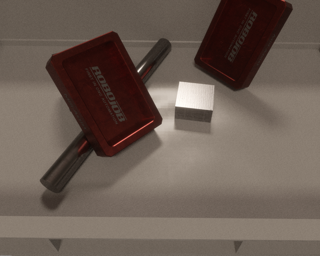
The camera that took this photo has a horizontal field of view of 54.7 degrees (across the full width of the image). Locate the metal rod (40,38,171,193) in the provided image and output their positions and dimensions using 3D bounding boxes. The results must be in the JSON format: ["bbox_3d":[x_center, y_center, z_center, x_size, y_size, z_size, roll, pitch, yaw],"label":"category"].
[{"bbox_3d":[-0.058,-0.038,0.435,0.025,0.025,0.301,21,53,16],"label":"metal rod"}]

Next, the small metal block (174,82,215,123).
[{"bbox_3d":[0.049,-0.037,0.437,0.050,0.025,0.050,7,50,5],"label":"small metal block"}]

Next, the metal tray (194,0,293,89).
[{"bbox_3d":[0.116,-0.134,0.450,0.090,0.129,0.030,39,31,26],"label":"metal tray"}]

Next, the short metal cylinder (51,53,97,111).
[{"bbox_3d":[-0.110,-0.067,0.424,0.050,0.080,0.080,-18,53,-15],"label":"short metal cylinder"}]

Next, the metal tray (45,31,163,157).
[{"bbox_3d":[-0.064,-0.041,0.378,0.091,0.030,0.130,-34,102,-29],"label":"metal tray"}]
